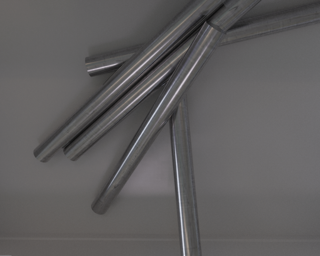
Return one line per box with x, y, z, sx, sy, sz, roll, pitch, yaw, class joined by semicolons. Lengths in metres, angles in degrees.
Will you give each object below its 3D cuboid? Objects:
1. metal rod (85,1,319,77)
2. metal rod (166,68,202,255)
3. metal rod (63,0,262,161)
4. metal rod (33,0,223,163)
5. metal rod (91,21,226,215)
0.059;-0.108;0.371;0.301;0.025;0.025;-12;110;4;metal rod
0.031;0.075;0.374;0.025;0.025;0.298;-5;85;2;metal rod
-0.012;-0.053;0.371;0.299;0.025;0.025;-39;106;20;metal rod
-0.052;-0.050;0.371;0.299;0.025;0.025;-39;106;21;metal rod
-0.016;0.008;0.383;0.025;0.025;0.298;28;119;-10;metal rod
